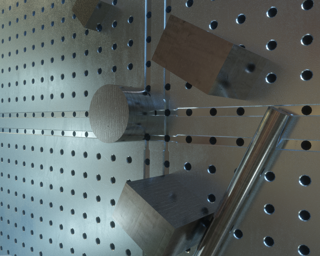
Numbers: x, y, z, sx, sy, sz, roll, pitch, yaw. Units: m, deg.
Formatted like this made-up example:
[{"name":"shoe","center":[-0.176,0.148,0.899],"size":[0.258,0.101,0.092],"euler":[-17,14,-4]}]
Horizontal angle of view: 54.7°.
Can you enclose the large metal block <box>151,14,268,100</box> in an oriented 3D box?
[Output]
[{"name":"large metal block","center":[0.053,-0.073,0.329],"size":[0.080,0.081,0.050],"euler":[38,113,33]}]

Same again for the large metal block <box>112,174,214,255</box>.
[{"name":"large metal block","center":[0.005,0.103,0.368],"size":[0.080,0.081,0.050],"euler":[35,112,34]}]

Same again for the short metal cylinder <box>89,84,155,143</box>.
[{"name":"short metal cylinder","center":[-0.054,-0.019,0.436],"size":[0.080,0.050,0.079],"euler":[0,90,39]}]

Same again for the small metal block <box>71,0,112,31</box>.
[{"name":"small metal block","center":[-0.111,-0.194,0.498],"size":[0.050,0.025,0.050],"euler":[-50,61,28]}]

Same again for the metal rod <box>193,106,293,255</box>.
[{"name":"metal rod","center":[0.067,0.115,0.352],"size":[0.025,0.025,0.298],"euler":[34,111,34]}]
